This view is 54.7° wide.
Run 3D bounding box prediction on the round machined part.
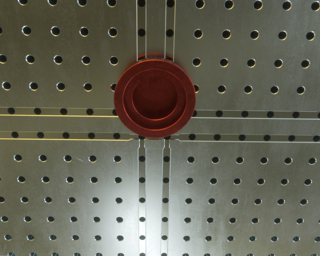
[{"bbox_3d":[-0.006,-0.040,0.390,0.099,0.042,0.097,0,110,-1],"label":"round machined part"}]
